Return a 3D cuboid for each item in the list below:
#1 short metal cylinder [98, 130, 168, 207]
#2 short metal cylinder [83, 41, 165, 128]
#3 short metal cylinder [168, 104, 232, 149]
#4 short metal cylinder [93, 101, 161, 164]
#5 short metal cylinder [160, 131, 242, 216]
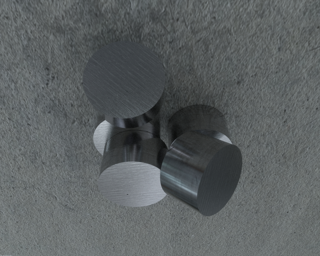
[{"bbox_3d":[-0.029,0.049,0.367,0.081,0.050,0.079,0,130,0],"label":"short metal cylinder"},{"bbox_3d":[-0.035,-0.043,0.327,0.081,0.080,0.050,0,169,-1],"label":"short metal cylinder"},{"bbox_3d":[0.051,0.016,0.406,0.081,0.050,0.079,0,130,0],"label":"short metal cylinder"},{"bbox_3d":[-0.040,0.000,0.391,0.081,0.050,0.079,0,130,0],"label":"short metal cylinder"},{"bbox_3d":[0.046,0.048,0.339,0.050,0.080,0.080,21,145,41],"label":"short metal cylinder"}]
